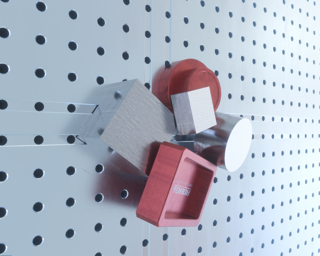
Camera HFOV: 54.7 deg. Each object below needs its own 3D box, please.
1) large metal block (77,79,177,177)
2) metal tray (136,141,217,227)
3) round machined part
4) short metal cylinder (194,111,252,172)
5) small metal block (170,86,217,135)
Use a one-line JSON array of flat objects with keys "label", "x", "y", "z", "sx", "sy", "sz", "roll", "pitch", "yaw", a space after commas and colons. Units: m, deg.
[{"label": "large metal block", "x": -0.034, "y": 0.001, "z": 0.364, "sx": 0.080, "sy": 0.050, "sz": 0.080, "roll": 43, "pitch": 64, "yaw": -32}, {"label": "metal tray", "x": 0.028, "y": 0.076, "z": 0.392, "sx": 0.130, "sy": 0.030, "sz": 0.090, "roll": 32, "pitch": 76, "yaw": -59}, {"label": "round machined part", "x": 0.049, "y": -0.050, "z": 0.439, "sx": 0.099, "sy": 0.042, "sz": 0.097, "roll": 0, "pitch": 90, "yaw": -40}, {"label": "short metal cylinder", "x": 0.094, "y": 0.019, "z": 0.457, "sx": 0.081, "sy": 0.050, "sz": 0.079, "roll": -23, "pitch": 121, "yaw": -45}, {"label": "small metal block", "x": 0.043, "y": -0.022, "z": 0.385, "sx": 0.050, "sy": 0.025, "sz": 0.050, "roll": -20, "pitch": 100, "yaw": -49}]
